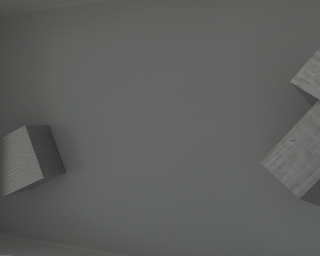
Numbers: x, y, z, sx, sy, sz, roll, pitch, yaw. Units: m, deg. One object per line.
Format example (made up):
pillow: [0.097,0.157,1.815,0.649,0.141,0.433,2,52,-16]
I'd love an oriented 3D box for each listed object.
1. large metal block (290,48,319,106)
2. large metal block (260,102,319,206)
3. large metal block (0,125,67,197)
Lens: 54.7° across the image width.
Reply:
large metal block: [0.188,-0.030,0.299,0.050,0.080,0.080,-52,46,13]
large metal block: [0.163,0.030,0.316,0.080,0.080,0.050,-51,49,13]
large metal block: [-0.202,0.048,0.468,0.080,0.050,0.080,-25,82,18]
